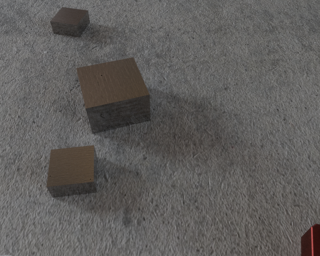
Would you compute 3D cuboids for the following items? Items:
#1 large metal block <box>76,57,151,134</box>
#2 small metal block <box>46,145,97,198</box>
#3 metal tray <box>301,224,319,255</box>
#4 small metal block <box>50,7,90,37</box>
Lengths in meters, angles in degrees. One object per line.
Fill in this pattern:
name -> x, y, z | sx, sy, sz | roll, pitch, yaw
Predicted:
large metal block -> -0.064, -0.046, 0.425 | 0.081, 0.050, 0.080 | -14, 52, -12
small metal block -> -0.100, 0.050, 0.360 | 0.050, 0.025, 0.050 | -6, 50, -5
metal tray -> 0.199, 0.148, 0.277 | 0.131, 0.030, 0.090 | 12, 51, 10
small metal block -> -0.162, -0.193, 0.564 | 0.050, 0.025, 0.050 | 10, 51, 8
